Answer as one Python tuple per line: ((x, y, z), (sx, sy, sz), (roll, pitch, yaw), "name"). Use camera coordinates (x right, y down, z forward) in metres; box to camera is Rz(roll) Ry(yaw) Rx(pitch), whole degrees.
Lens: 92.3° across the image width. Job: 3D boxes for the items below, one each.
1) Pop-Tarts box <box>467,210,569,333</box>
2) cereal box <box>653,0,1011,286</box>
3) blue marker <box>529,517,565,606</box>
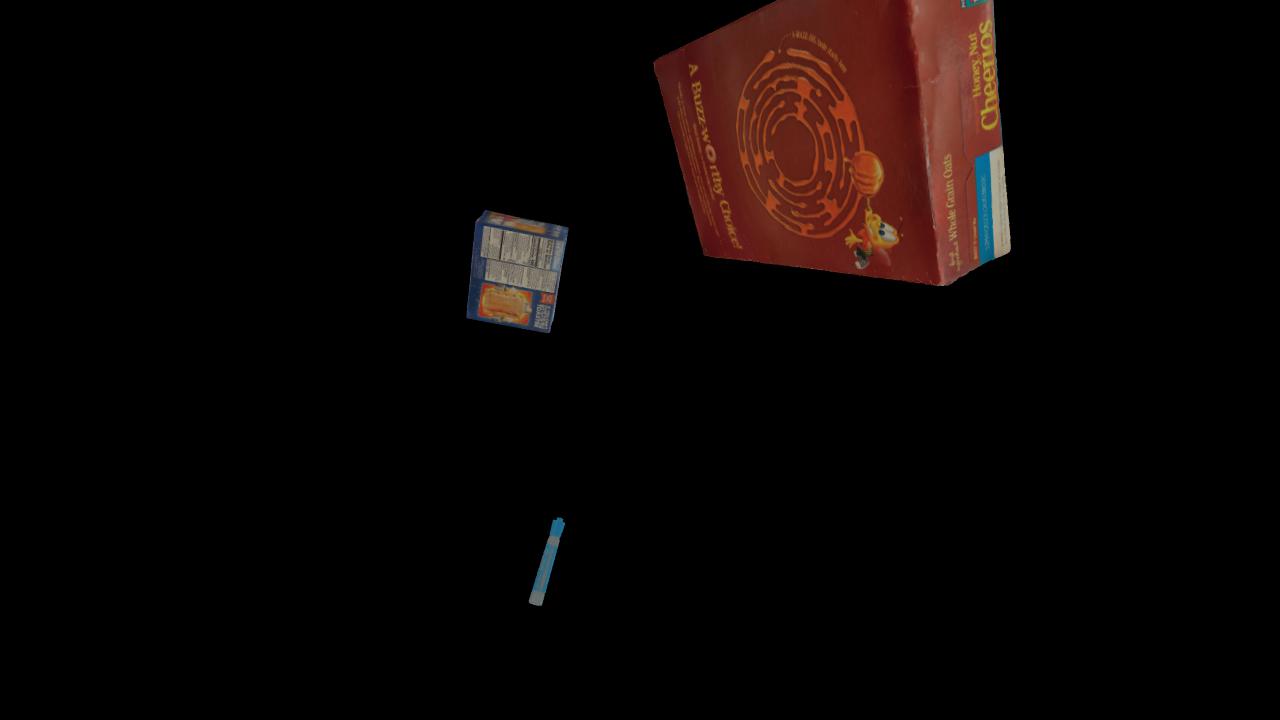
((-0.202, -0.145, 1.015), (0.141, 0.167, 0.083), (10, 28, -7), "Pop-Tarts box")
((0.134, -0.180, 0.501), (0.081, 0.203, 0.306), (-26, 22, -19), "cereal box")
((-0.128, 0.279, 0.859), (0.020, 0.121, 0.020), (10, -33, 7), "blue marker")
